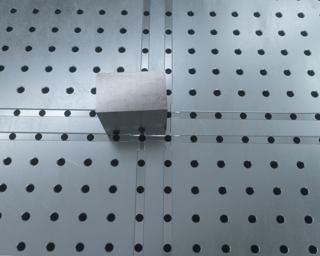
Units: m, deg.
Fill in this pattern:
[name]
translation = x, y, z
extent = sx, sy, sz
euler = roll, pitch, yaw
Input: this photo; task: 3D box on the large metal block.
[large metal block]
translation = -0.033, -0.029, 0.393
extent = 0.081, 0.080, 0.050
euler = -3, 70, -1
